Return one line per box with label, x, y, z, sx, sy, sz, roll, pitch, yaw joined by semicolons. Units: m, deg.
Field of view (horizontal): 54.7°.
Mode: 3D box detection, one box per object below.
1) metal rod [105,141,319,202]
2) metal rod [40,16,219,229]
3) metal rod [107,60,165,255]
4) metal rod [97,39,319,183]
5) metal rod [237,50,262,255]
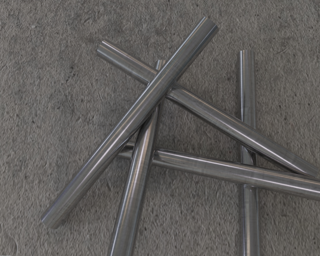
metal rod;0.078;0.050;0.367;0.301;0.025;0.025;11;70;12
metal rod;-0.036;-0.005;0.363;0.025;0.025;0.300;40;92;13
metal rod;-0.020;0.033;0.356;0.025;0.025;0.300;9;55;3
metal rod;0.053;-0.023;0.382;0.301;0.025;0.025;32;73;6
metal rod;0.113;0.034;0.396;0.025;0.025;0.299;4;70;1
